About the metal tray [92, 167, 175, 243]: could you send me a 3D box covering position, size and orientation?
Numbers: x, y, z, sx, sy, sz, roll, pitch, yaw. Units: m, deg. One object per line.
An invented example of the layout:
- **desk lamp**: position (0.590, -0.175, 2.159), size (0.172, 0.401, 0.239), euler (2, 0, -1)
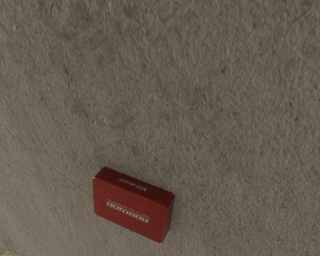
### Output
- **metal tray**: position (-0.046, 0.125, 0.506), size (0.130, 0.030, 0.089), euler (18, 126, 17)
